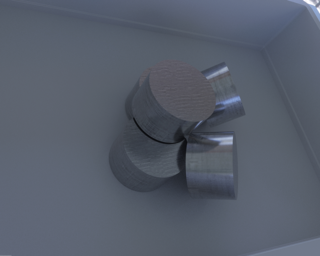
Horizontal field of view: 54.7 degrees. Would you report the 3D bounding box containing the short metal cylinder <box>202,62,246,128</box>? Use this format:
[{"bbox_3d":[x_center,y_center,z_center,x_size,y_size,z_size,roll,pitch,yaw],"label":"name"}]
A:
[{"bbox_3d":[0.081,-0.046,0.435,0.080,0.050,0.080,-22,90,-78],"label":"short metal cylinder"}]

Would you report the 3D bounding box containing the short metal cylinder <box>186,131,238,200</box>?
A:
[{"bbox_3d":[0.064,0.044,0.369,0.050,0.080,0.080,-2,53,17],"label":"short metal cylinder"}]

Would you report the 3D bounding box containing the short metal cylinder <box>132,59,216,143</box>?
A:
[{"bbox_3d":[0.015,-0.030,0.349,0.081,0.050,0.080,14,56,-21],"label":"short metal cylinder"}]

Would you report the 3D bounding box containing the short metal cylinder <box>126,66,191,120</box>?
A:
[{"bbox_3d":[0.001,-0.035,0.411,0.081,0.050,0.080,14,56,-21],"label":"short metal cylinder"}]

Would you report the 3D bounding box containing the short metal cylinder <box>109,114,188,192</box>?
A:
[{"bbox_3d":[-0.013,0.029,0.365,0.081,0.050,0.080,14,56,-21],"label":"short metal cylinder"}]
